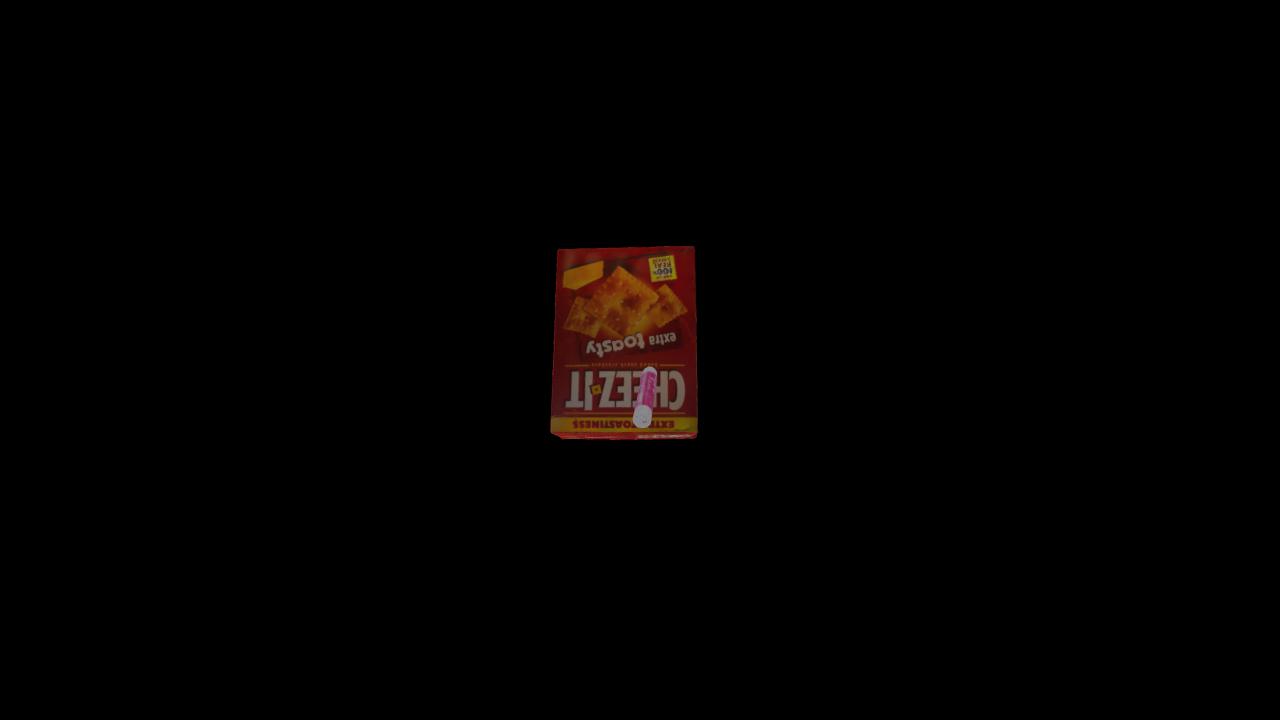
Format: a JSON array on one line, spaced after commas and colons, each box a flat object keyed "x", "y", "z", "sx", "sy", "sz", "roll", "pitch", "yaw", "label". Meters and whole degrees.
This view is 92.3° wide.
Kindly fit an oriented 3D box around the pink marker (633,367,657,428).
[{"x": 0.008, "y": 0.030, "z": 0.659, "sx": 0.020, "sy": 0.020, "sz": 0.121, "roll": 0, "pitch": 31, "yaw": 7, "label": "pink marker"}]

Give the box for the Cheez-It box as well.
[{"x": -0.017, "y": -0.019, "z": 0.722, "sx": 0.166, "sy": 0.223, "sz": 0.071, "roll": 0, "pitch": -12, "yaw": 4, "label": "Cheez-It box"}]
